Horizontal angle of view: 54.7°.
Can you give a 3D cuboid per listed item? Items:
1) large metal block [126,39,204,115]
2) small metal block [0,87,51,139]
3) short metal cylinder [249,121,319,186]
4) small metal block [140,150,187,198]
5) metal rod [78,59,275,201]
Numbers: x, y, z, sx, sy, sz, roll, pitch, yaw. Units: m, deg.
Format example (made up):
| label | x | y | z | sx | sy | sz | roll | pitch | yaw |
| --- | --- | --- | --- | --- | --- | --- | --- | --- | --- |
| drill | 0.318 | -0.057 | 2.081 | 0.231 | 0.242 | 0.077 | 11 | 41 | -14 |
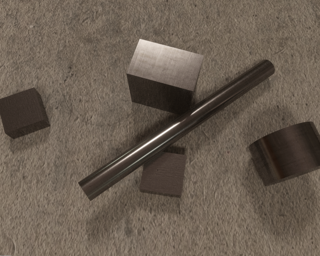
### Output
| label | x | y | z | sx | sy | sz | roll | pitch | yaw |
| --- | --- | --- | --- | --- | --- | --- | --- | --- | --- |
| large metal block | 0.007 | -0.062 | 0.402 | 0.080 | 0.080 | 0.050 | 16 | 71 | 5 |
| small metal block | -0.182 | -0.020 | 0.413 | 0.050 | 0.025 | 0.050 | -21 | 72 | -8 |
| short metal cylinder | 0.154 | 0.032 | 0.369 | 0.081 | 0.080 | 0.050 | -16 | 71 | -6 |
| small metal block | 0.004 | 0.057 | 0.387 | 0.050 | 0.025 | 0.050 | 8 | 70 | 2 |
| metal rod | 0.035 | -0.008 | 0.392 | 0.302 | 0.025 | 0.025 | -33 | 74 | -19 |
